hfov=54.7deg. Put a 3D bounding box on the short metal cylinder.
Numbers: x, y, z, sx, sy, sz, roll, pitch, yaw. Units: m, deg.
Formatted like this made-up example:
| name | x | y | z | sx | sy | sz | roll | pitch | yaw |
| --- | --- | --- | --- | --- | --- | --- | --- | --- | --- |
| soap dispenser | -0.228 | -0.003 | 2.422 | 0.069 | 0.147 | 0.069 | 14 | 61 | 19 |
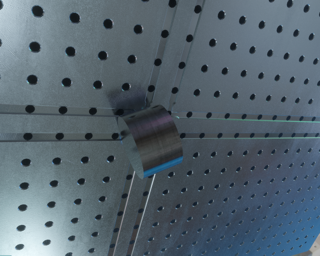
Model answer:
| name | x | y | z | sx | sy | sz | roll | pitch | yaw |
| --- | --- | --- | --- | --- | --- | --- | --- | --- | --- |
| short metal cylinder | -0.013 | 0.016 | 0.380 | 0.050 | 0.080 | 0.079 | -20 | 126 | -17 |
